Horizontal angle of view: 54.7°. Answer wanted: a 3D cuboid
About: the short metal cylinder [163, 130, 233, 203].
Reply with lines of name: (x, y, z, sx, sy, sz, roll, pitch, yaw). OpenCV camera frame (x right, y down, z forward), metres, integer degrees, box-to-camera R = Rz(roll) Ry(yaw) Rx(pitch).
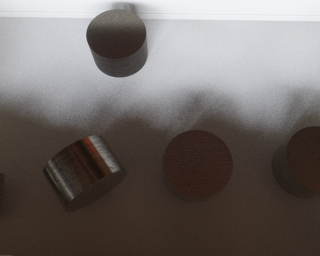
short metal cylinder: (0.044, 0.048, 0.379, 0.081, 0.050, 0.080, 0, 70, 0)

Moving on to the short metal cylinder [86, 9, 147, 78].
short metal cylinder: (-0.059, -0.119, 0.439, 0.081, 0.050, 0.080, 0, 70, 0)

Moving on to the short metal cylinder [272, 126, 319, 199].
short metal cylinder: (0.186, 0.044, 0.381, 0.081, 0.050, 0.080, 0, 70, 0)

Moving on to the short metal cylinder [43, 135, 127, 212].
short metal cylinder: (-0.086, 0.053, 0.360, 0.080, 0.080, 0.050, -34, 74, -11)

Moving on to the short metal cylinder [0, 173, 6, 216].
short metal cylinder: (-0.223, 0.077, 0.351, 0.081, 0.080, 0.050, -1, 70, -1)
